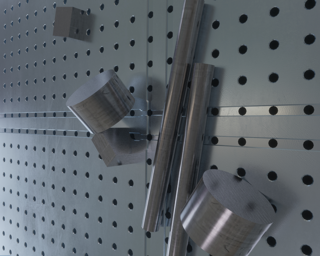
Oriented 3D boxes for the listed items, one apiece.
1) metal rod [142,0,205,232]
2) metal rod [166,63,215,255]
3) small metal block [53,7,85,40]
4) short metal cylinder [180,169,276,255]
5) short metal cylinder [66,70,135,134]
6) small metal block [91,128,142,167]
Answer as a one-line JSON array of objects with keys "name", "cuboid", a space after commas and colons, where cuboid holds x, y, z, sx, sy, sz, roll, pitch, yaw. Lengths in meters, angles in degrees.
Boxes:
[{"name": "metal rod", "cuboid": [0.015, -0.010, 0.397, 0.025, 0.025, 0.298, 18, 101, 38]}, {"name": "metal rod", "cuboid": [0.033, 0.072, 0.382, 0.025, 0.025, 0.298, 13, 98, 39]}, {"name": "small metal block", "cuboid": [-0.160, -0.183, 0.541, 0.050, 0.025, 0.050, 18, 101, 38]}, {"name": "short metal cylinder", "cuboid": [0.068, 0.087, 0.317, 0.080, 0.081, 0.050, 40, 115, 32]}, {"name": "short metal cylinder", "cuboid": [-0.082, -0.038, 0.433, 0.080, 0.080, 0.050, -11, 125, 39]}, {"name": "small metal block", "cuboid": [-0.062, 0.026, 0.444, 0.025, 0.050, 0.050, -51, 60, 28]}]
